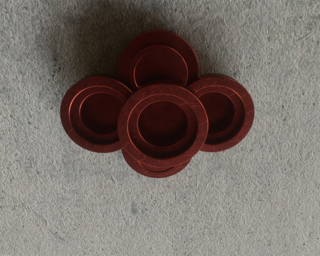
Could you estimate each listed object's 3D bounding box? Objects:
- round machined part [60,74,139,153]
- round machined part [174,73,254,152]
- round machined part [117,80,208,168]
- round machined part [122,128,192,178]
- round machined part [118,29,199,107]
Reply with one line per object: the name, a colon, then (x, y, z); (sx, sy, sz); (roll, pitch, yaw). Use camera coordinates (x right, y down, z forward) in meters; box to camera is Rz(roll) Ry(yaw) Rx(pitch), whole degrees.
round machined part: (-0.071, -0.021, 0.393); (0.099, 0.042, 0.097); (0, 110, -1)
round machined part: (0.065, -0.022, 0.395); (0.099, 0.042, 0.097); (0, 110, -1)
round machined part: (0.003, -0.007, 0.354); (0.099, 0.042, 0.097); (0, 111, -1)
round machined part: (-0.003, 0.024, 0.411); (0.099, 0.042, 0.097); (0, 110, -1)
round machined part: (-0.002, -0.068, 0.377); (0.099, 0.042, 0.097); (0, 110, -1)
